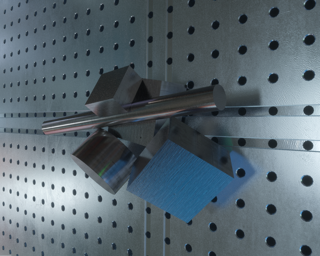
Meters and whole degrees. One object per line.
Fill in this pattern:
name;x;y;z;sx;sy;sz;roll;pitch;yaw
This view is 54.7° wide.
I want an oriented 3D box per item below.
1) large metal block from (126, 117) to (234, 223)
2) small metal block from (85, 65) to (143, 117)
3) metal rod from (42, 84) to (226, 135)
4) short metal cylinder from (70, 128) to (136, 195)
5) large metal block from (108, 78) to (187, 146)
large metal block;0.022;0.046;0.343;0.080;0.050;0.080;31;118;-12
small metal block;-0.055;-0.043;0.369;0.050;0.025;0.050;-7;50;40
metal rod;-0.058;-0.015;0.387;0.300;0.025;0.025;-7;86;40
short metal cylinder;-0.075;0.045;0.422;0.080;0.080;0.050;25;63;37
large metal block;-0.018;-0.023;0.403;0.080;0.050;0.079;14;99;39
